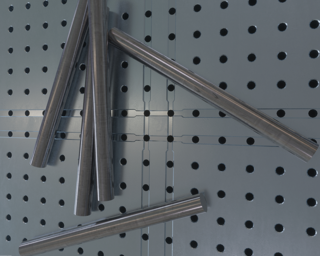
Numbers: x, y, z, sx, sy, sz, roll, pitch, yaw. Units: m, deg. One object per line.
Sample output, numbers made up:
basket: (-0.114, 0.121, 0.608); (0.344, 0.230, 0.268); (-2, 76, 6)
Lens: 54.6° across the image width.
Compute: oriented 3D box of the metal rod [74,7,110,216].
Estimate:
metal rod: (-0.099, -0.024, 0.448); (0.025, 0.025, 0.298); (6, 92, 20)

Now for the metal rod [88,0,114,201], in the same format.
metal rod: (-0.081, -0.048, 0.426); (0.025, 0.025, 0.298); (1, 96, 20)

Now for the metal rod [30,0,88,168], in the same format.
metal rod: (-0.140, -0.084, 0.462); (0.025, 0.025, 0.298); (21, 97, 19)

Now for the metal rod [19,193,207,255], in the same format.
metal rod: (-0.079, 0.143, 0.440); (0.300, 0.025, 0.025); (-20, 83, 19)

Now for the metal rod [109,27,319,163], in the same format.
metal rod: (0.053, -0.050, 0.394); (0.300, 0.025, 0.025); (34, 101, 17)
